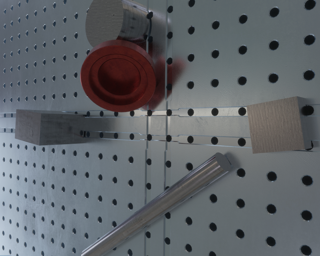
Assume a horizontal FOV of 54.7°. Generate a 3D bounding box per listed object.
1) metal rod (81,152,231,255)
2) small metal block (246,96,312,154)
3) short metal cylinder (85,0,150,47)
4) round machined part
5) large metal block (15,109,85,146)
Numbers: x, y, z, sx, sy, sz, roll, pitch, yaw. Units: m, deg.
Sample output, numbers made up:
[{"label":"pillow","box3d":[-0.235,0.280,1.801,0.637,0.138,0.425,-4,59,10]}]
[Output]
[{"label":"metal rod","box3d":[-0.023,0.124,0.428,0.299,0.025,0.025,-42,65,31]},{"label":"small metal block","box3d":[0.119,-0.002,0.311,0.050,0.025,0.050,-10,84,39]},{"label":"short metal cylinder","box3d":[-0.061,-0.147,0.444,0.080,0.050,0.079,0,90,40]},{"label":"round machined part","box3d":[-0.054,-0.073,0.419,0.098,0.098,0.042,-48,23,29]},{"label":"large metal block","box3d":[-0.187,-0.003,0.528,0.080,0.081,0.050,9,96,39]}]
